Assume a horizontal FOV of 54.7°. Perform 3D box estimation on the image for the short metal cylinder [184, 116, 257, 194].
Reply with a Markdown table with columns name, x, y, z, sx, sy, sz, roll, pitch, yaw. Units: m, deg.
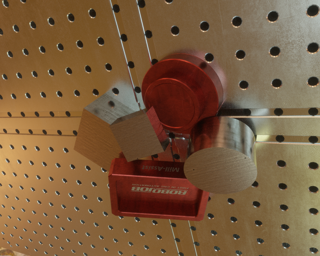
| name | x | y | z | sx | sy | sz | roll | pitch | yaw |
| --- | --- | --- | --- | --- | --- | --- | --- | --- | --- |
| short metal cylinder | 0.071 | 0.033 | 0.363 | 0.080 | 0.050 | 0.079 | 7 | 133 | 8 |

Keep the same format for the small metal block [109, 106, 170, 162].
| name | x | y | z | sx | sy | sz | roll | pitch | yaw |
| --- | --- | --- | --- | --- | --- | --- | --- | --- | --- |
| small metal block | -0.024 | 0.008 | 0.368 | 0.050 | 0.025 | 0.050 | -18 | 106 | 23 |

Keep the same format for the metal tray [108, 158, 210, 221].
| name | x | y | z | sx | sy | sz | roll | pitch | yaw |
| --- | --- | --- | --- | --- | --- | --- | --- | --- | --- |
| metal tray | -0.001 | 0.086 | 0.425 | 0.131 | 0.030 | 0.089 | 4 | 130 | 0 |

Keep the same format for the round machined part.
| name | x | y | z | sx | sy | sz | roll | pitch | yaw |
| --- | --- | --- | --- | --- | --- | --- | --- | --- | --- |
| round machined part | 0.021 | -0.034 | 0.368 | 0.098 | 0.042 | 0.097 | 13 | 124 | 21 |

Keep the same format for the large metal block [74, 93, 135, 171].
| name | x | y | z | sx | sy | sz | roll | pitch | yaw |
| --- | --- | --- | --- | --- | --- | --- | --- | --- | --- |
| large metal block | -0.067 | 0.011 | 0.437 | 0.080 | 0.050 | 0.079 | 31 | 128 | 8 |
